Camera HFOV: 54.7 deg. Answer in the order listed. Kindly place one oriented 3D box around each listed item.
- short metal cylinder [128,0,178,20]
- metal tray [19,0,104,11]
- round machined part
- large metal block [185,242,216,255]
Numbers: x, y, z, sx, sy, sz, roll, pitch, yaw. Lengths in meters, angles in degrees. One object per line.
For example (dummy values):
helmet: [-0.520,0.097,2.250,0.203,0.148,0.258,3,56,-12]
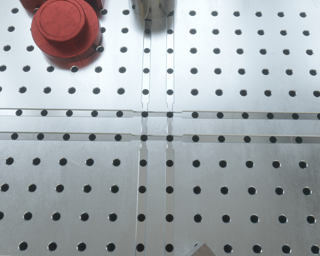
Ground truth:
short metal cylinder: [-0.012,-0.217,0.477,0.081,0.050,0.080,0,70,0]
metal tray: [-0.153,-0.235,0.494,0.131,0.030,0.090,3,70,1]
round machined part: [-0.138,-0.148,0.448,0.099,0.042,0.098,0,79,0]
large metal block: [0.043,0.183,0.332,0.080,0.050,0.080,-38,75,-13]
